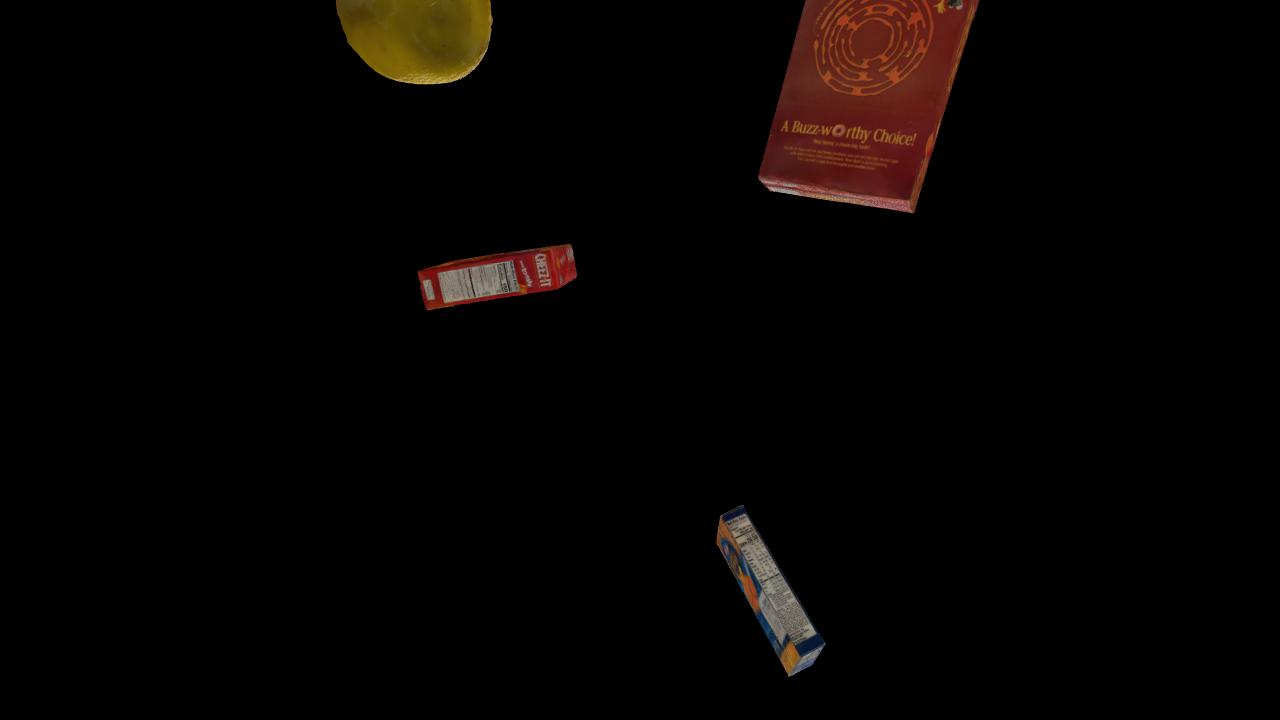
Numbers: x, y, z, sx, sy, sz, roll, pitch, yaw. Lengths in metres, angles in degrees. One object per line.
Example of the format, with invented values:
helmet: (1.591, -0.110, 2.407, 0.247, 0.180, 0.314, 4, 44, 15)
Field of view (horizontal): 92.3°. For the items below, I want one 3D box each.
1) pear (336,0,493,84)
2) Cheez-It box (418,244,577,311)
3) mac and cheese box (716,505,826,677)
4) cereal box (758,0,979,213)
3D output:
pear: (-0.136, -0.200, 0.345, 0.111, 0.080, 0.080, 35, 21, 34)
Cheez-It box: (-0.229, -0.143, 1.027, 0.223, 0.071, 0.166, -7, 14, 6)
mac and cheese box: (0.155, 0.282, 0.760, 0.041, 0.184, 0.093, -21, -37, -12)
cereal box: (0.295, -0.362, 0.797, 0.203, 0.306, 0.081, 17, 7, 27)
